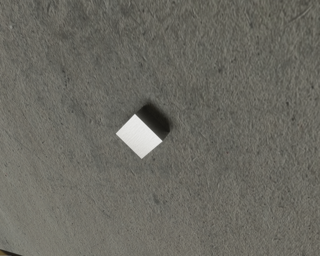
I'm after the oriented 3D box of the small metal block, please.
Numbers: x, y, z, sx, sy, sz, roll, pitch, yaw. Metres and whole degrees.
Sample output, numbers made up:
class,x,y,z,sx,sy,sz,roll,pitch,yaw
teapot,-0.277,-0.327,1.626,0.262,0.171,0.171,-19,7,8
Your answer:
class,x,y,z,sx,sy,sz,roll,pitch,yaw
small metal block,-0.024,0.007,0.423,0.050,0.025,0.050,45,129,-4
